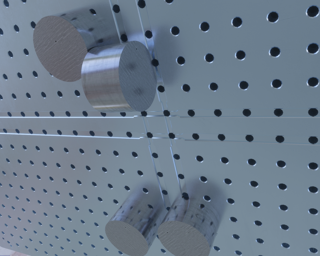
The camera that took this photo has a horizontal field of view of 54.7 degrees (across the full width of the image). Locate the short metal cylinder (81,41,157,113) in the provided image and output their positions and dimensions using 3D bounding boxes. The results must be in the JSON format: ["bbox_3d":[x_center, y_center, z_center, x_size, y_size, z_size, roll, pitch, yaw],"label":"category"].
[{"bbox_3d":[-0.045,-0.058,0.364,0.050,0.080,0.080,0,118,28],"label":"short metal cylinder"}]

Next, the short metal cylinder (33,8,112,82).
[{"bbox_3d":[-0.109,-0.104,0.388,0.080,0.050,0.079,13,124,21],"label":"short metal cylinder"}]

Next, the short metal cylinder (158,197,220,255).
[{"bbox_3d":[0.044,0.152,0.466,0.080,0.050,0.079,13,124,21],"label":"short metal cylinder"}]

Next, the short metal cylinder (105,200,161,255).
[{"bbox_3d":[-0.045,0.169,0.523,0.080,0.050,0.079,13,124,21],"label":"short metal cylinder"}]
